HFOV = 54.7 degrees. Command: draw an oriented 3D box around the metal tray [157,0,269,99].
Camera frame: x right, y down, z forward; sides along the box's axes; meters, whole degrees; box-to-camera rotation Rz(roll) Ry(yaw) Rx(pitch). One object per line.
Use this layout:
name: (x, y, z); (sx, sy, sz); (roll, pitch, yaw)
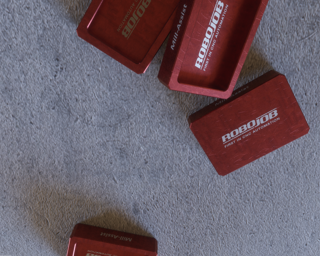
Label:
metal tray: (0.059, -0.102, 0.349); (0.091, 0.030, 0.129); (6, 113, -29)

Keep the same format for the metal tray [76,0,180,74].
metal tray: (-0.024, -0.140, 0.355); (0.090, 0.030, 0.129); (32, 107, -11)

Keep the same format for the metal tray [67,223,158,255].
metal tray: (-0.077, 0.205, 0.481); (0.131, 0.030, 0.089); (13, 110, -5)

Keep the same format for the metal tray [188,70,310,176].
metal tray: (0.114, -0.005, 0.406); (0.130, 0.030, 0.090); (-30, 108, 10)
